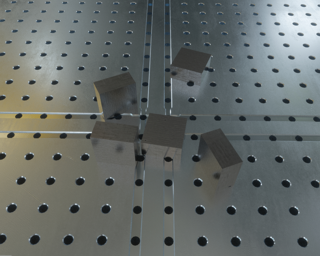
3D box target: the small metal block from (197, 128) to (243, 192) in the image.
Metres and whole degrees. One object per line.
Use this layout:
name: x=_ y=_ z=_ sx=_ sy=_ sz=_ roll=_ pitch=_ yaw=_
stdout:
small metal block: x=0.068 y=0.037 z=0.361 sx=0.025 sy=0.050 sz=0.050 roll=-17 pitch=52 yaw=-14

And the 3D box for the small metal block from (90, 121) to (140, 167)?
small metal block: x=-0.052 y=0.020 z=0.374 sx=0.050 sy=0.050 sz=0.025 roll=7 pitch=51 yaw=6

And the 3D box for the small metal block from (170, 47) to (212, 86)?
small metal block: x=0.049 y=-0.098 z=0.491 sx=0.050 sy=0.025 sz=0.050 roll=18 pitch=52 yaw=14

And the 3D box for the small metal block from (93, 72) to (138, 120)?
small metal block: x=-0.060 y=-0.044 z=0.428 sx=0.050 sy=0.050 sz=0.025 roll=-20 pitch=53 yaw=-16

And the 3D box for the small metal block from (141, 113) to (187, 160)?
small metal block: x=0.006 y=0.010 z=0.399 sx=0.050 sy=0.025 sz=0.050 roll=8 pitch=50 yaw=6
